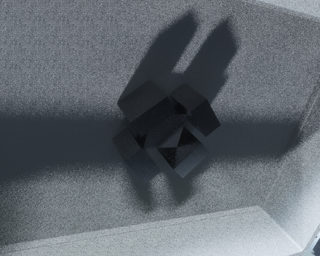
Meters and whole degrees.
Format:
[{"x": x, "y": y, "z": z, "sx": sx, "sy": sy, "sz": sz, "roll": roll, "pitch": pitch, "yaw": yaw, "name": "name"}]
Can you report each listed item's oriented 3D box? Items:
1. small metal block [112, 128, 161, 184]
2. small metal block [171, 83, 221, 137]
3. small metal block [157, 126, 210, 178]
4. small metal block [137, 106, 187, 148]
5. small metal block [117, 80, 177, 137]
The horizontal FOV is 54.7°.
[{"x": -0.030, "y": 0.035, "z": 0.395, "sx": 0.025, "sy": 0.050, "sz": 0.050, "roll": -38, "pitch": 129, "yaw": -2, "name": "small metal block"}, {"x": 0.046, "y": -0.023, "z": 0.400, "sx": 0.025, "sy": 0.050, "sz": 0.050, "roll": -39, "pitch": 130, "yaw": -3, "name": "small metal block"}, {"x": 0.031, "y": 0.032, "z": 0.426, "sx": 0.050, "sy": 0.050, "sz": 0.025, "roll": -43, "pitch": 130, "yaw": 0, "name": "small metal block"}, {"x": 0.002, "y": -0.002, "z": 0.406, "sx": 0.050, "sy": 0.025, "sz": 0.050, "roll": 1, "pitch": 118, "yaw": -29, "name": "small metal block"}, {"x": -0.017, "y": -0.024, "z": 0.366, "sx": 0.050, "sy": 0.050, "sz": 0.025, "roll": -36, "pitch": 128, "yaw": -4, "name": "small metal block"}]
